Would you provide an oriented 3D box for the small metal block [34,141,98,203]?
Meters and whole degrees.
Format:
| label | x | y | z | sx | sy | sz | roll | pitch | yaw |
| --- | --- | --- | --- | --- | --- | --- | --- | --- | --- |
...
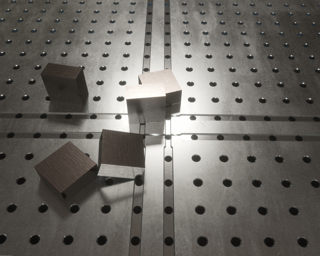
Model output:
| label | x | y | z | sx | sy | sz | roll | pitch | yaw |
| --- | --- | --- | --- | --- | --- | --- | --- | --- | --- |
| small metal block | -0.108 | 0.051 | 0.364 | 0.050 | 0.025 | 0.050 | 34 | 58 | 25 |

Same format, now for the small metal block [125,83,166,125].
| label | x | y | z | sx | sy | sz | roll | pitch | yaw |
| --- | --- | --- | --- | --- | --- | --- | --- | --- | --- |
| small metal block | -0.019 | -0.032 | 0.418 | 0.050 | 0.050 | 0.025 | -5 | 51 | -5 |

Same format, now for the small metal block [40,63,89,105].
| label | x | y | z | sx | sy | sz | roll | pitch | yaw |
| --- | --- | --- | --- | --- | --- | --- | --- | --- | --- |
| small metal block | -0.134 | -0.062 | 0.442 | 0.050 | 0.050 | 0.025 | 9 | 51 | 7 |

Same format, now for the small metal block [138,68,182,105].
| label | x | y | z | sx | sy | sz | roll | pitch | yaw |
| --- | --- | --- | --- | --- | --- | --- | --- | --- | --- |
| small metal block | -0.001 | -0.058 | 0.457 | 0.050 | 0.025 | 0.050 | -14 | 51 | -12 |

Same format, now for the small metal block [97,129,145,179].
| label | x | y | z | sx | sy | sz | roll | pitch | yaw |
| --- | --- | --- | --- | --- | --- | --- | --- | --- | --- |
| small metal block | -0.047 | 0.031 | 0.372 | 0.050 | 0.025 | 0.050 | 8 | 48 | -17 |
